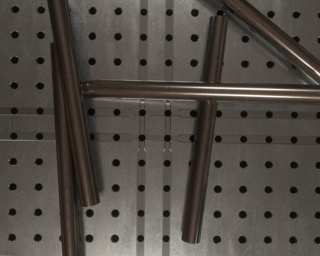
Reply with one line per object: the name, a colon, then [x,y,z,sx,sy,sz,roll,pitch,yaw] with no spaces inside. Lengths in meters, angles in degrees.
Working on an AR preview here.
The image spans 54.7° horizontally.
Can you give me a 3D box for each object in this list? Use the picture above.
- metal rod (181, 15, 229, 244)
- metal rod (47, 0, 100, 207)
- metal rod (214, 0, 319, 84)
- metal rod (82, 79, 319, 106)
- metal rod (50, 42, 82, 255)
metal rod: [0.060,0.002,0.414,0.025,0.025,0.298,7,90,-1]
metal rod: [-0.111,-0.049,0.392,0.025,0.025,0.298,-8,95,0]
metal rod: [0.108,-0.159,0.414,0.300,0.025,0.025,39,90,-1]
metal rod: [0.049,-0.046,0.390,0.302,0.025,0.025,3,90,9]
metal rod: [-0.124,0.038,0.411,0.025,0.025,0.298,-3,90,-1]
